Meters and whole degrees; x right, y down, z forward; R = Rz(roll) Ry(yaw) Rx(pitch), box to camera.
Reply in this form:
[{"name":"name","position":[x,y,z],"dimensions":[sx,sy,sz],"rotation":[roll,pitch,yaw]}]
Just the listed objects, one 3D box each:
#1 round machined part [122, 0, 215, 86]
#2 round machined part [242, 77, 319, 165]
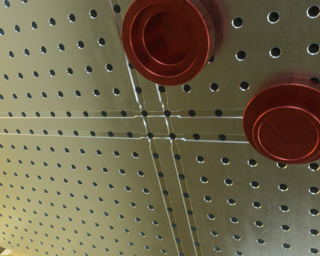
[{"name":"round machined part","position":[0.012,-0.098,0.334],"dimensions":[0.098,0.042,0.097],"rotation":[13,124,21]},{"name":"round machined part","position":[0.137,-0.001,0.328],"dimensions":[0.098,0.042,0.097],"rotation":[13,124,21]}]
